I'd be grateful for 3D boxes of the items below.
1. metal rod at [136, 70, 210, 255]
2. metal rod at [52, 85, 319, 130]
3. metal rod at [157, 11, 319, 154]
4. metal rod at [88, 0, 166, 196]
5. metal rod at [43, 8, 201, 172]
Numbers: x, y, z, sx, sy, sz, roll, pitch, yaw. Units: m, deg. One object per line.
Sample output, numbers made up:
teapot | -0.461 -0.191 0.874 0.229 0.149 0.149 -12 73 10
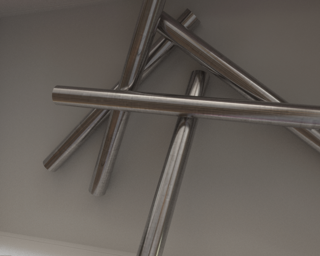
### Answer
metal rod | 0.009 0.066 0.339 0.025 0.025 0.300 10 67 20
metal rod | 0.018 -0.026 0.352 0.301 0.025 0.025 6 92 13
metal rod | 0.112 -0.039 0.356 0.300 0.025 0.025 39 103 10
metal rod | -0.043 -0.042 0.392 0.025 0.025 0.298 26 111 18
metal rod | -0.061 -0.043 0.432 0.299 0.025 0.025 -44 77 14
